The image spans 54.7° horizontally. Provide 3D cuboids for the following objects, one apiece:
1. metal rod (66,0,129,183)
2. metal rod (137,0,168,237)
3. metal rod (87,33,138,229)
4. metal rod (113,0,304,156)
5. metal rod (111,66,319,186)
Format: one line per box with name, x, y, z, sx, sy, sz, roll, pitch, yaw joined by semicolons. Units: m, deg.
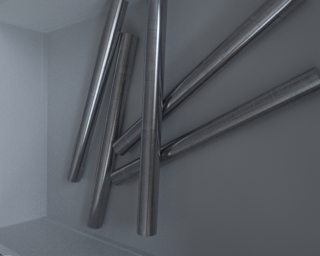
metal rod;-0.101;-0.045;0.475;0.025;0.025;0.298;35;116;34
metal rod;-0.010;-0.019;0.380;0.025;0.025;0.298;4;93;40
metal rod;-0.074;0.010;0.467;0.025;0.025;0.298;20;102;38
metal rod;0.037;-0.052;0.376;0.299;0.025;0.025;-41;66;32
metal rod;0.042;0.014;0.371;0.299;0.025;0.025;-30;72;36
